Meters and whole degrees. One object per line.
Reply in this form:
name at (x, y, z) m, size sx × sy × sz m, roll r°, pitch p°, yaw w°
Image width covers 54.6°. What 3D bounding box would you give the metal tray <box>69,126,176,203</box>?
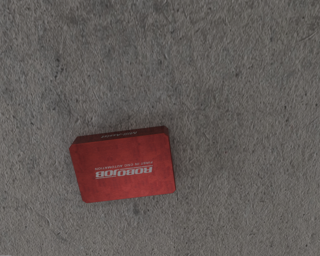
metal tray at (-0.048, 0.051, 0.425) m, size 0.131 × 0.030 × 0.089 m, roll -7°, pitch 110°, yaw 2°
